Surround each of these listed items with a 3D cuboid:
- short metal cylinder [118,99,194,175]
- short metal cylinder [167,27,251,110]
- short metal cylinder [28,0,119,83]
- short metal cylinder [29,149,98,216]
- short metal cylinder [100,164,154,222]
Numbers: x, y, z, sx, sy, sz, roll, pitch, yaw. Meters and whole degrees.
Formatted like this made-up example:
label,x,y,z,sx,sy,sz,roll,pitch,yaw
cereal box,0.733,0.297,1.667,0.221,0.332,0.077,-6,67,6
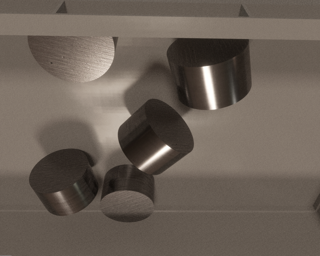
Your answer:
label,x,y,z,sx,sy,sz,roll,pitch,yaw
short metal cylinder,-0.004,0.011,0.382,0.080,0.080,0.050,34,122,-26
short metal cylinder,0.052,-0.063,0.320,0.080,0.080,0.050,-11,129,8
short metal cylinder,-0.084,-0.093,0.312,0.081,0.050,0.079,0,130,0
short metal cylinder,-0.133,0.075,0.435,0.080,0.080,0.050,-7,130,6
short metal cylinder,-0.049,0.102,0.479,0.081,0.050,0.079,0,130,0
